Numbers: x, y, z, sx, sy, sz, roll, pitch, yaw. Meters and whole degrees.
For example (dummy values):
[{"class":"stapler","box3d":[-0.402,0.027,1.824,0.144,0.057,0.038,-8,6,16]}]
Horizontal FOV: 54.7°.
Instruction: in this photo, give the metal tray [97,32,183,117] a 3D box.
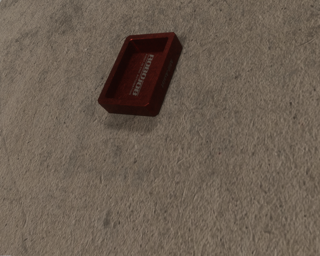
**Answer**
[{"class":"metal tray","box3d":[-0.028,-0.082,0.464,0.090,0.030,0.130,6,64,30]}]
